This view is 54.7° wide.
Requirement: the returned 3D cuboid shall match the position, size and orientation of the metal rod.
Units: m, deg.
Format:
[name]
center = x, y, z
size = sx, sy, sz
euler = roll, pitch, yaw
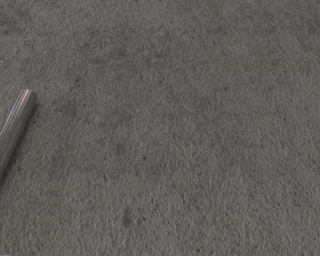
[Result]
[metal rod]
center = -0.195, 0.068, 0.343
size = 0.025, 0.025, 0.300
euler = 3, 50, 2
